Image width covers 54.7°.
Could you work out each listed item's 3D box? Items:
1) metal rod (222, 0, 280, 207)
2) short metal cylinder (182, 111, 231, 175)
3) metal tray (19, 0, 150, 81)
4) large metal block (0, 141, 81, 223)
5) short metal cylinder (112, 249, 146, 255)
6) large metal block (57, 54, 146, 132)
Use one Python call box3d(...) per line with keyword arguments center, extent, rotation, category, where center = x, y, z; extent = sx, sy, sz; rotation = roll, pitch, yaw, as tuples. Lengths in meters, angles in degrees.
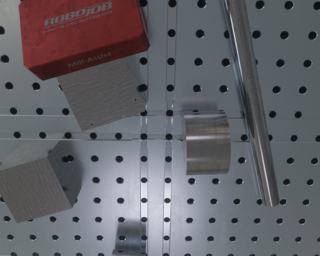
box3d(center=(0.122, -0.027, 0.404), extent=(0.025, 0.025, 0.298), rotation=(-15, 110, 5), category="metal rod")
box3d(center=(0.056, 0.019, 0.391), extent=(0.050, 0.080, 0.079), rotation=(-2, 110, 1), category="short metal cylinder")
box3d(center=(-0.084, -0.113, 0.341), extent=(0.131, 0.030, 0.090), rotation=(-15, 71, 5), category="metal tray")
box3d(center=(-0.167, 0.074, 0.426), extent=(0.080, 0.050, 0.080), rotation=(-17, 109, 6), category="large metal block")
box3d(center=(-0.049, 0.227, 0.467), extent=(0.050, 0.080, 0.079), rotation=(5, 110, -2), category="short metal cylinder")
box3d(center=(-0.069, -0.051, 0.380), extent=(0.080, 0.050, 0.080), rotation=(-18, 109, 6), category="large metal block")
